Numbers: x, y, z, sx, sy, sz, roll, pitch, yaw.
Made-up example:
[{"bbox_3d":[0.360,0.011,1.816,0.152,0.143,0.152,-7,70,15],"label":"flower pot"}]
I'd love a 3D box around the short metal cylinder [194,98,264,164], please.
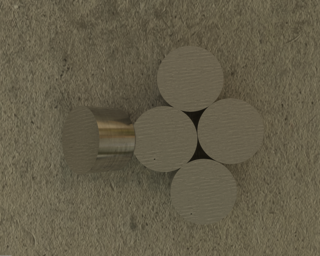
[{"bbox_3d":[0.085,0.004,0.399,0.081,0.050,0.080,0,90,0],"label":"short metal cylinder"}]

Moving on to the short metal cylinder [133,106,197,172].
[{"bbox_3d":[0.005,0.013,0.398,0.081,0.050,0.080,0,90,0],"label":"short metal cylinder"}]

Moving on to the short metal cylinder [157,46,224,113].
[{"bbox_3d":[0.037,-0.060,0.399,0.081,0.050,0.080,0,90,0],"label":"short metal cylinder"}]

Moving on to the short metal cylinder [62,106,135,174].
[{"bbox_3d":[-0.076,0.014,0.377,0.080,0.050,0.080,-2,88,44],"label":"short metal cylinder"}]

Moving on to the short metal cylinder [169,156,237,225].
[{"bbox_3d":[0.053,0.077,0.399,0.081,0.050,0.080,0,90,0],"label":"short metal cylinder"}]
